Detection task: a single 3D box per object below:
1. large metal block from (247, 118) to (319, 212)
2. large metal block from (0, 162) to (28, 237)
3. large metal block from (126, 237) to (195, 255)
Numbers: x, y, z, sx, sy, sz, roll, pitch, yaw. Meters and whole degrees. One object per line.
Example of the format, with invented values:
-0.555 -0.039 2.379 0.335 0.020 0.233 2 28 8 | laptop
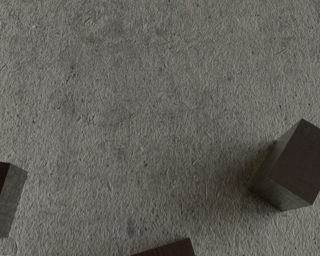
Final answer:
0.155 0.047 0.363 0.050 0.080 0.080 33 73 11 | large metal block
-0.216 0.080 0.364 0.080 0.050 0.080 9 70 3 | large metal block
0.004 0.170 0.333 0.081 0.050 0.080 -15 71 -6 | large metal block
